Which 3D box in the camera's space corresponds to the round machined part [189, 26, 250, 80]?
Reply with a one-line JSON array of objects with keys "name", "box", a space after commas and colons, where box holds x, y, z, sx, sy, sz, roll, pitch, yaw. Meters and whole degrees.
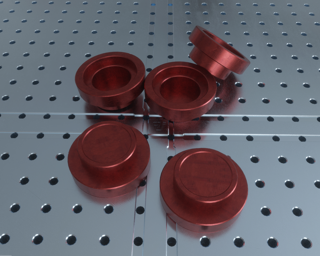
[{"name": "round machined part", "box": [0.083, -0.109, 0.468, 0.098, 0.042, 0.098, 28, 24, -14]}]

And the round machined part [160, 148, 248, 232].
[{"name": "round machined part", "box": [0.049, 0.061, 0.346, 0.099, 0.042, 0.098, 0, 50, 0]}]

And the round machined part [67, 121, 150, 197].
[{"name": "round machined part", "box": [-0.061, 0.030, 0.372, 0.099, 0.042, 0.098, 0, 50, 0]}]

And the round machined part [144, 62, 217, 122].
[{"name": "round machined part", "box": [0.028, -0.047, 0.436, 0.099, 0.042, 0.098, 0, 50, 0]}]

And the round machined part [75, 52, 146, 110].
[{"name": "round machined part", "box": [-0.068, -0.064, 0.447, 0.098, 0.042, 0.098, -2, 49, 3]}]
